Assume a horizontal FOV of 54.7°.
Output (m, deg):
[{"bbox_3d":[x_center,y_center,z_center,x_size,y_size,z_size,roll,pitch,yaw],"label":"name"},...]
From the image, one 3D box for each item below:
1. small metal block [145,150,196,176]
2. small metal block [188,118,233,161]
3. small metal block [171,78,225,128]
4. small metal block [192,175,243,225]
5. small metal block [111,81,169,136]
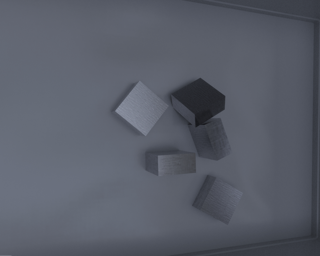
[{"bbox_3d":[0.013,0.044,0.403,0.050,0.050,0.025,-2,91,-20],"label":"small metal block"},{"bbox_3d":[0.067,0.014,0.424,0.025,0.050,0.050,-23,98,-19],"label":"small metal block"},{"bbox_3d":[0.051,-0.035,0.415,0.050,0.050,0.025,-31,141,-18],"label":"small metal block"},{"bbox_3d":[0.082,0.102,0.443,0.050,0.025,0.050,32,80,-18],"label":"small metal block"},{"bbox_3d":[-0.026,-0.025,0.402,0.050,0.025,0.050,40,77,-16],"label":"small metal block"}]
